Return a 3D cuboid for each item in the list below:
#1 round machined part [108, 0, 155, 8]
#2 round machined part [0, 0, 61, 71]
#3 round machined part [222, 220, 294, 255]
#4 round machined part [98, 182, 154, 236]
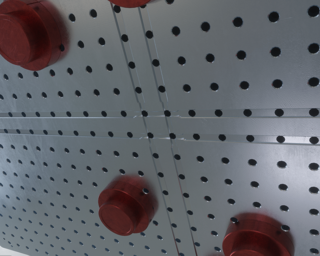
[{"bbox_3d":[-0.037,-0.173,0.314,0.098,0.042,0.097,13,124,21],"label":"round machined part"},{"bbox_3d":[-0.189,-0.124,0.424,0.098,0.042,0.097,13,124,21],"label":"round machined part"},{"bbox_3d":[0.137,0.183,0.441,0.098,0.042,0.097,13,124,21],"label":"round machined part"},{"bbox_3d":[-0.064,0.142,0.522,0.098,0.042,0.097,13,124,21],"label":"round machined part"}]
